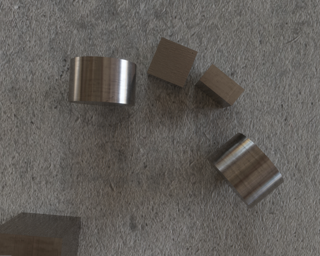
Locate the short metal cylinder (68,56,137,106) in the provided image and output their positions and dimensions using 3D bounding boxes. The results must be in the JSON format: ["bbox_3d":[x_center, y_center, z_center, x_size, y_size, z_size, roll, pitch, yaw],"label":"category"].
[{"bbox_3d":[-0.070,-0.055,0.382,0.081,0.080,0.050,3,90,0],"label":"short metal cylinder"}]

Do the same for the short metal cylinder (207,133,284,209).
[{"bbox_3d":[0.104,0.052,0.384,0.050,0.080,0.080,-40,90,0],"label":"short metal cylinder"}]

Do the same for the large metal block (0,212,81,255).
[{"bbox_3d":[-0.150,0.143,0.381,0.080,0.080,0.050,5,90,0],"label":"large metal block"}]

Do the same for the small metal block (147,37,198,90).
[{"bbox_3d":[0.016,-0.085,0.410,0.050,0.025,0.050,22,90,0],"label":"small metal block"}]

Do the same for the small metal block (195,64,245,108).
[{"bbox_3d":[0.075,-0.052,0.398,0.050,0.050,0.025,39,90,0],"label":"small metal block"}]
